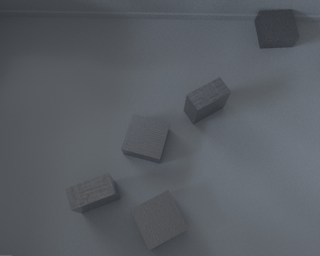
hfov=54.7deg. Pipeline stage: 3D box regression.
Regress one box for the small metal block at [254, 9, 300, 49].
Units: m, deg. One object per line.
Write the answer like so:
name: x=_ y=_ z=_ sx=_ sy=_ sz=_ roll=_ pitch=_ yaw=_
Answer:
small metal block: x=0.175 y=-0.149 z=0.466 sx=0.050 sy=0.025 sz=0.050 roll=-3 pitch=70 yaw=-2

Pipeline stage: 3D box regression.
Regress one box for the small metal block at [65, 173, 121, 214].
small metal block: x=-0.077 y=0.079 z=0.367 sx=0.050 sy=0.050 sz=0.025 roll=-19 pitch=72 yaw=-7

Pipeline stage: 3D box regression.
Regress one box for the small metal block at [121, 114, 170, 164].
small metal block: x=-0.018 y=0.014 z=0.404 sx=0.050 sy=0.025 sz=0.050 roll=15 pitch=71 yaw=5

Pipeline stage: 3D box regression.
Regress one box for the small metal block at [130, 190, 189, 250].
small metal block: x=-0.001 y=0.110 z=0.370 sx=0.050 sy=0.025 sz=0.050 roll=-26 pitch=72 yaw=-9

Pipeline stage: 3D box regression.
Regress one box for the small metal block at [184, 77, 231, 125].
small metal block: x=0.061 y=-0.035 z=0.410 sx=0.050 sy=0.050 sz=0.025 roll=-29 pitch=73 yaw=-10
